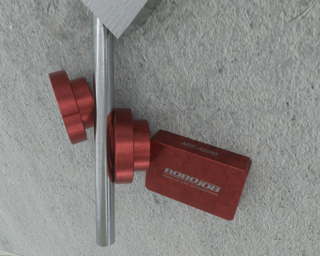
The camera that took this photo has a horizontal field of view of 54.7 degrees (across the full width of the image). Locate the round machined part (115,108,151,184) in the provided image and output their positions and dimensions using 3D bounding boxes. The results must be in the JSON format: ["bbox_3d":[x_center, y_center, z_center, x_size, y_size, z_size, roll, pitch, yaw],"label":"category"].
[{"bbox_3d":[-0.037,0.023,0.403,0.042,0.098,0.097,-1,124,-10],"label":"round machined part"}]

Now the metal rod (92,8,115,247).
[{"bbox_3d":[-0.070,0.008,0.388,0.025,0.025,0.298,7,103,24],"label":"metal rod"}]

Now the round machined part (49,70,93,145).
[{"bbox_3d":[-0.111,-0.030,0.412,0.098,0.042,0.097,162,90,-75],"label":"round machined part"}]

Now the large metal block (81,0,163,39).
[{"bbox_3d":[-0.037,-0.153,0.314,0.080,0.050,0.080,46,129,-5],"label":"large metal block"}]

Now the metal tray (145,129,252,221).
[{"bbox_3d":[0.047,0.063,0.417,0.130,0.030,0.089,18,126,17],"label":"metal tray"}]
